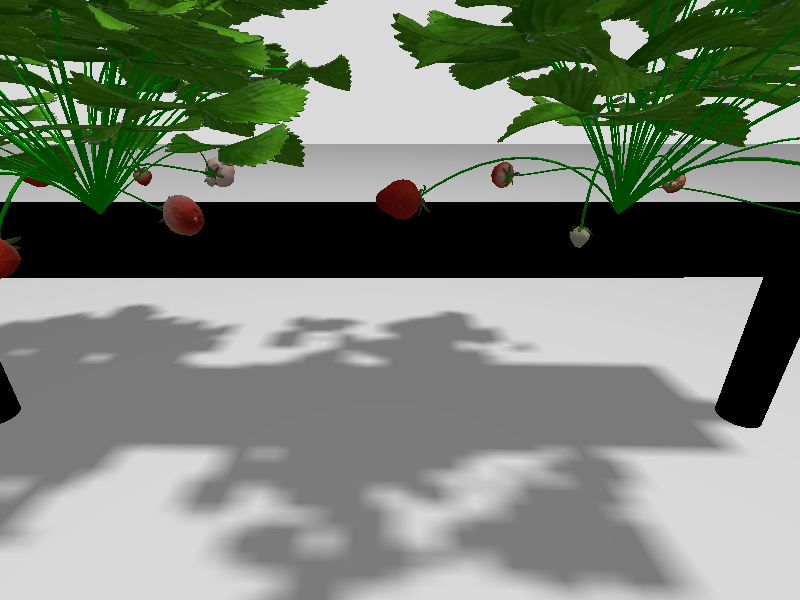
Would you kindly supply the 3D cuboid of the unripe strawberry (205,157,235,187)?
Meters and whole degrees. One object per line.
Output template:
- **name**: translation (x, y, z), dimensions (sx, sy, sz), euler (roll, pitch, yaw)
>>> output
- **unripe strawberry**: translation (-0.235, -0.169, 0.529), dimensions (0.036, 0.038, 0.038), euler (3, 22, 7)

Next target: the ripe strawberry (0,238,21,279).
- **ripe strawberry**: translation (-0.192, -0.019, 0.187), dimensions (0.019, 0.021, 0.022), euler (-9, -40, -20)

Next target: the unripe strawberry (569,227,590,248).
- **unripe strawberry**: translation (0.102, -0.035, 0.229), dimensions (0.010, 0.011, 0.011), euler (15, 27, 32)

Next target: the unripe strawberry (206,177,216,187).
- **unripe strawberry**: translation (-0.227, -0.142, 0.481), dimensions (0.011, 0.011, 0.011), euler (5, 23, 12)

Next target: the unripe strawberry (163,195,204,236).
- **unripe strawberry**: translation (-0.143, -0.056, 0.267), dimensions (0.026, 0.027, 0.024), euler (16, 27, 32)

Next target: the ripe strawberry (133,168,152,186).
- **ripe strawberry**: translation (-0.340, -0.162, 0.531), dimensions (0.021, 0.022, 0.023), euler (-9, -26, -20)

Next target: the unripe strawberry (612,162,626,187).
- **unripe strawberry**: translation (0.280, -0.154, 0.498), dimensions (0.032, 0.033, 0.034), euler (12, 25, 26)

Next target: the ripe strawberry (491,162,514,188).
- **ripe strawberry**: translation (0.128, -0.158, 0.506), dimensions (0.027, 0.031, 0.030), euler (-8, 23, -18)

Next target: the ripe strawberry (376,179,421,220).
- **ripe strawberry**: translation (-0.001, -0.080, 0.318), dimensions (0.035, 0.030, 0.035), euler (-4, 23, -7)

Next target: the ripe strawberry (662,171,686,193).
- **ripe strawberry**: translation (0.312, -0.133, 0.455), dimensions (0.022, 0.025, 0.023), euler (21, 3, 41)

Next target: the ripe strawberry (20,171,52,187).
- **ripe strawberry**: translation (-0.474, -0.165, 0.521), dimensions (0.036, 0.035, 0.033), euler (15, 27, 40)
